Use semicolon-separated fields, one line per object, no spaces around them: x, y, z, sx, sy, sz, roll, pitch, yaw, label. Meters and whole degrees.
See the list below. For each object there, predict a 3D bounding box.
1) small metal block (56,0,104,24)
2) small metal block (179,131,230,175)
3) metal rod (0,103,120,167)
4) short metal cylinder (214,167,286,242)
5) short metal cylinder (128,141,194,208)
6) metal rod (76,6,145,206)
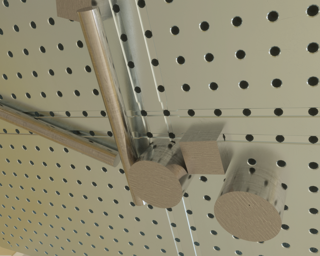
-0.095;-0.155;0.366;0.050;0.025;0.050;19;126;17;small metal block
0.058;0.032;0.401;0.050;0.025;0.050;-4;117;30;small metal block
-0.201;-0.001;0.516;0.301;0.025;0.025;20;126;16;metal rod
0.115;0.096;0.394;0.080;0.050;0.079;13;124;21;short metal cylinder
0.003;0.065;0.434;0.080;0.050;0.079;13;124;21;short metal cylinder
-0.055;-0.007;0.420;0.025;0.025;0.298;6;126;25;metal rod
